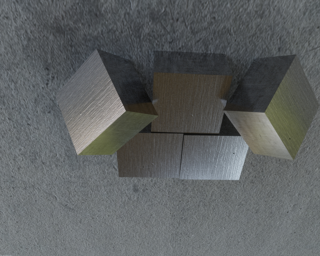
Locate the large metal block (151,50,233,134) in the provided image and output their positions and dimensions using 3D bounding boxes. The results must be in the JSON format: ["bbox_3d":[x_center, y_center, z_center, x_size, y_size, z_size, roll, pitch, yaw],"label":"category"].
[{"bbox_3d":[0.032,-0.041,0.358,0.081,0.050,0.079,2,130,-2],"label":"large metal block"}]

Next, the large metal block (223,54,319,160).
[{"bbox_3d":[0.127,-0.023,0.347,0.050,0.080,0.080,8,147,51],"label":"large metal block"}]

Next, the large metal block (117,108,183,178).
[{"bbox_3d":[-0.014,0.020,0.408,0.081,0.050,0.079,1,130,-2],"label":"large metal block"}]

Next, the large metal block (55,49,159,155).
[{"bbox_3d":[-0.061,-0.025,0.341,0.080,0.080,0.050,-39,155,28],"label":"large metal block"}]

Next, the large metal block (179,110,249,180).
[{"bbox_3d":[0.067,0.023,0.411,0.081,0.050,0.079,1,130,-2],"label":"large metal block"}]
